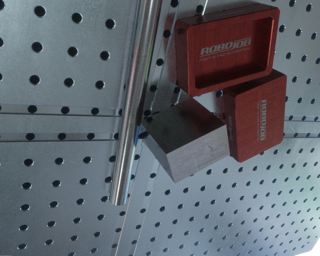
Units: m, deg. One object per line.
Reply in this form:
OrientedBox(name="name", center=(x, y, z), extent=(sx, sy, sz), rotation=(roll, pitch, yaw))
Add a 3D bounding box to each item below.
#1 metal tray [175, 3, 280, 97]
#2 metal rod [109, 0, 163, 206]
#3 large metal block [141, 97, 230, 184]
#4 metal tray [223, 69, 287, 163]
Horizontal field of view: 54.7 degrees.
OrientedBox(name="metal tray", center=(0.086, -0.099, 0.393), extent=(0.131, 0.030, 0.089), rotation=(-18, 126, -18))
OrientedBox(name="metal rod", center=(-0.032, -0.029, 0.375), extent=(0.025, 0.025, 0.298), rotation=(-3, 120, -27))
OrientedBox(name="large metal block", center=(0.031, 0.013, 0.400), extent=(0.080, 0.080, 0.050), rotation=(-26, 128, -13))
OrientedBox(name="metal tray", center=(0.147, -0.017, 0.478), extent=(0.091, 0.030, 0.129), rotation=(-24, 127, -14))
